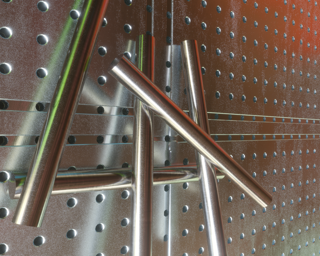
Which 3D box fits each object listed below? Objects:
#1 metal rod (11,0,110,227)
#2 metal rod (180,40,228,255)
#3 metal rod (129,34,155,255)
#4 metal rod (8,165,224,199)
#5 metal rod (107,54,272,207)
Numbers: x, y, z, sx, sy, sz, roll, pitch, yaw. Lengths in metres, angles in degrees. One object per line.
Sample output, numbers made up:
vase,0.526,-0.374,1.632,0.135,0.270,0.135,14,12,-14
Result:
metal rod,-0.087,-0.055,0.316,0.025,0.025,0.299,25,68,-37
metal rod,0.060,0.026,0.431,0.025,0.025,0.299,-4,84,-40
metal rod,-0.020,0.034,0.362,0.025,0.025,0.299,11,75,-39
metal rod,-0.023,0.061,0.388,0.302,0.025,0.025,3,88,-40
metal rod,0.054,0.019,0.393,0.301,0.025,0.025,41,65,-27
